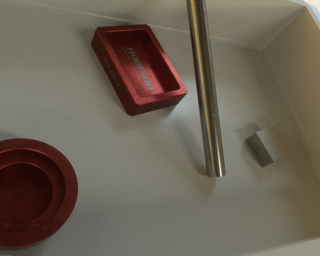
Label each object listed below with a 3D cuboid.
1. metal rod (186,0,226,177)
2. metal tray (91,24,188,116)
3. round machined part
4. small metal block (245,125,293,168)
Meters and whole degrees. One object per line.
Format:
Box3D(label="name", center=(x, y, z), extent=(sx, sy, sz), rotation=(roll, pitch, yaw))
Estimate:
Box3D(label="metal rod", center=(0.058, -0.085, 0.412), extent=(0.025, 0.025, 0.298), rotation=(-7, 90, -32))
Box3D(label="metal tray", center=(-0.030, -0.087, 0.440), extent=(0.091, 0.030, 0.130), rotation=(-17, 71, -35))
Box3D(label="round machined part", center=(-0.130, 0.062, 0.287), extent=(0.099, 0.042, 0.098), rotation=(14, 56, -21))
Box3D(label="small metal block", center=(0.170, 0.028, 0.483), extent=(0.050, 0.025, 0.050), rotation=(-15, 70, -35))
